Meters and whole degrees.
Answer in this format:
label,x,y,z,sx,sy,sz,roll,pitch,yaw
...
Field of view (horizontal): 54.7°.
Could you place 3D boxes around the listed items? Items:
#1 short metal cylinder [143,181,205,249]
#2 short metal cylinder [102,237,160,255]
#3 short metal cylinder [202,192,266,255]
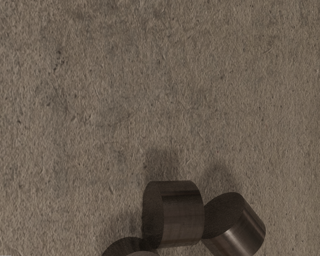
label,x,y,z,sx,sy,sz,roll,pitch,yaw
short metal cylinder,0.014,0.106,0.386,0.050,0.080,0.079,3,89,-20
short metal cylinder,-0.033,0.184,0.385,0.081,0.050,0.079,0,90,-21
short metal cylinder,0.092,0.133,0.416,0.080,0.080,0.050,-43,104,-15
